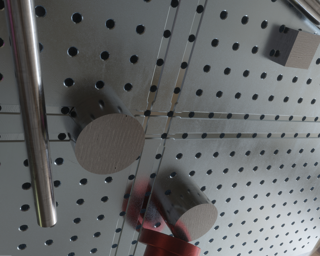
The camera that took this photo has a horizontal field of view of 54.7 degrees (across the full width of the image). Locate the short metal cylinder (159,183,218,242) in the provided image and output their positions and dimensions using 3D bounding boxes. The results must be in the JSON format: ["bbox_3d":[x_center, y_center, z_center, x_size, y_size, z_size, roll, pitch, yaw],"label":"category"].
[{"bbox_3d":[0.046,0.138,0.505,0.081,0.050,0.079,-14,124,-21],"label":"short metal cylinder"}]

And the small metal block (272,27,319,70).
[{"bbox_3d":[0.199,-0.115,0.448,0.050,0.025,0.050,0,119,-28],"label":"small metal block"}]

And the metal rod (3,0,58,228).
[{"bbox_3d":[-0.134,-0.009,0.332,0.025,0.025,0.298,-9,122,-24],"label":"metal rod"}]

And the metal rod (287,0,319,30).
[{"bbox_3d":[0.186,-0.170,0.407,0.302,0.025,0.025,18,109,-35],"label":"metal rod"}]

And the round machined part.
[{"bbox_3d":[0.011,0.196,0.488,0.098,0.098,0.042,40,61,-39],"label":"round machined part"}]

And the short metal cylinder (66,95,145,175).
[{"bbox_3d":[-0.064,0.008,0.364,0.081,0.050,0.079,-14,124,-21],"label":"short metal cylinder"}]
